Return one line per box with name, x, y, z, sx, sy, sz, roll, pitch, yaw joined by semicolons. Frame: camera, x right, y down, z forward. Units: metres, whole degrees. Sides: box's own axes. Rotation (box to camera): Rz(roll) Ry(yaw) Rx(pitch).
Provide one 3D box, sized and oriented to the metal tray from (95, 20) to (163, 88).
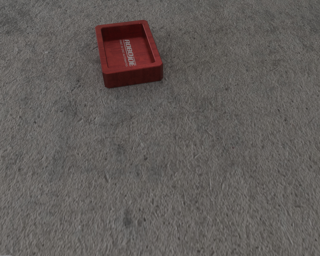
metal tray;-0.053;-0.124;0.503;0.091;0.030;0.130;-10;51;-8
